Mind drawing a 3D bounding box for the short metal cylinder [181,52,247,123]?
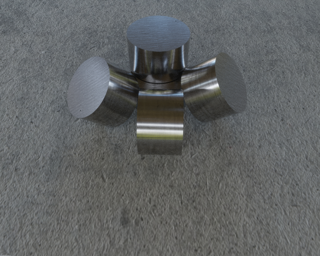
[{"bbox_3d":[0.072,-0.052,0.406,0.050,0.080,0.080,-18,39,37],"label":"short metal cylinder"}]

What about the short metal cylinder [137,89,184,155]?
[{"bbox_3d":[0.001,-0.007,0.374,0.050,0.080,0.080,1,50,1],"label":"short metal cylinder"}]

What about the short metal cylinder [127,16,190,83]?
[{"bbox_3d":[-0.002,-0.105,0.411,0.081,0.050,0.080,0,50,0],"label":"short metal cylinder"}]

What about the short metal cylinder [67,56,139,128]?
[{"bbox_3d":[-0.074,-0.045,0.399,0.080,0.050,0.080,-13,68,36],"label":"short metal cylinder"}]

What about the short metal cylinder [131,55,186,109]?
[{"bbox_3d":[0.000,-0.059,0.438,0.081,0.050,0.080,0,50,0],"label":"short metal cylinder"}]
